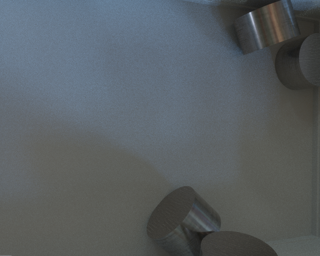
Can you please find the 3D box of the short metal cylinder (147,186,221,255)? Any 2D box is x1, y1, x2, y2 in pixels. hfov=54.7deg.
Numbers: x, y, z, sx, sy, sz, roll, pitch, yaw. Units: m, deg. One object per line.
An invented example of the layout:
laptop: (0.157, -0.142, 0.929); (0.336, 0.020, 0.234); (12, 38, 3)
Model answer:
short metal cylinder: (0.030, 0.121, 0.394); (0.050, 0.080, 0.080); (46, 76, -15)

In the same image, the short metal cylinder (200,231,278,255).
short metal cylinder: (0.081, 0.154, 0.331); (0.081, 0.080, 0.050); (1, 102, -20)

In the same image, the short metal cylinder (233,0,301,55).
short metal cylinder: (0.150, -0.141, 0.438); (0.081, 0.080, 0.050); (-23, 98, -19)

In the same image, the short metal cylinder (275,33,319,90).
short metal cylinder: (0.230, -0.102, 0.484); (0.081, 0.050, 0.079); (0, 90, -21)
